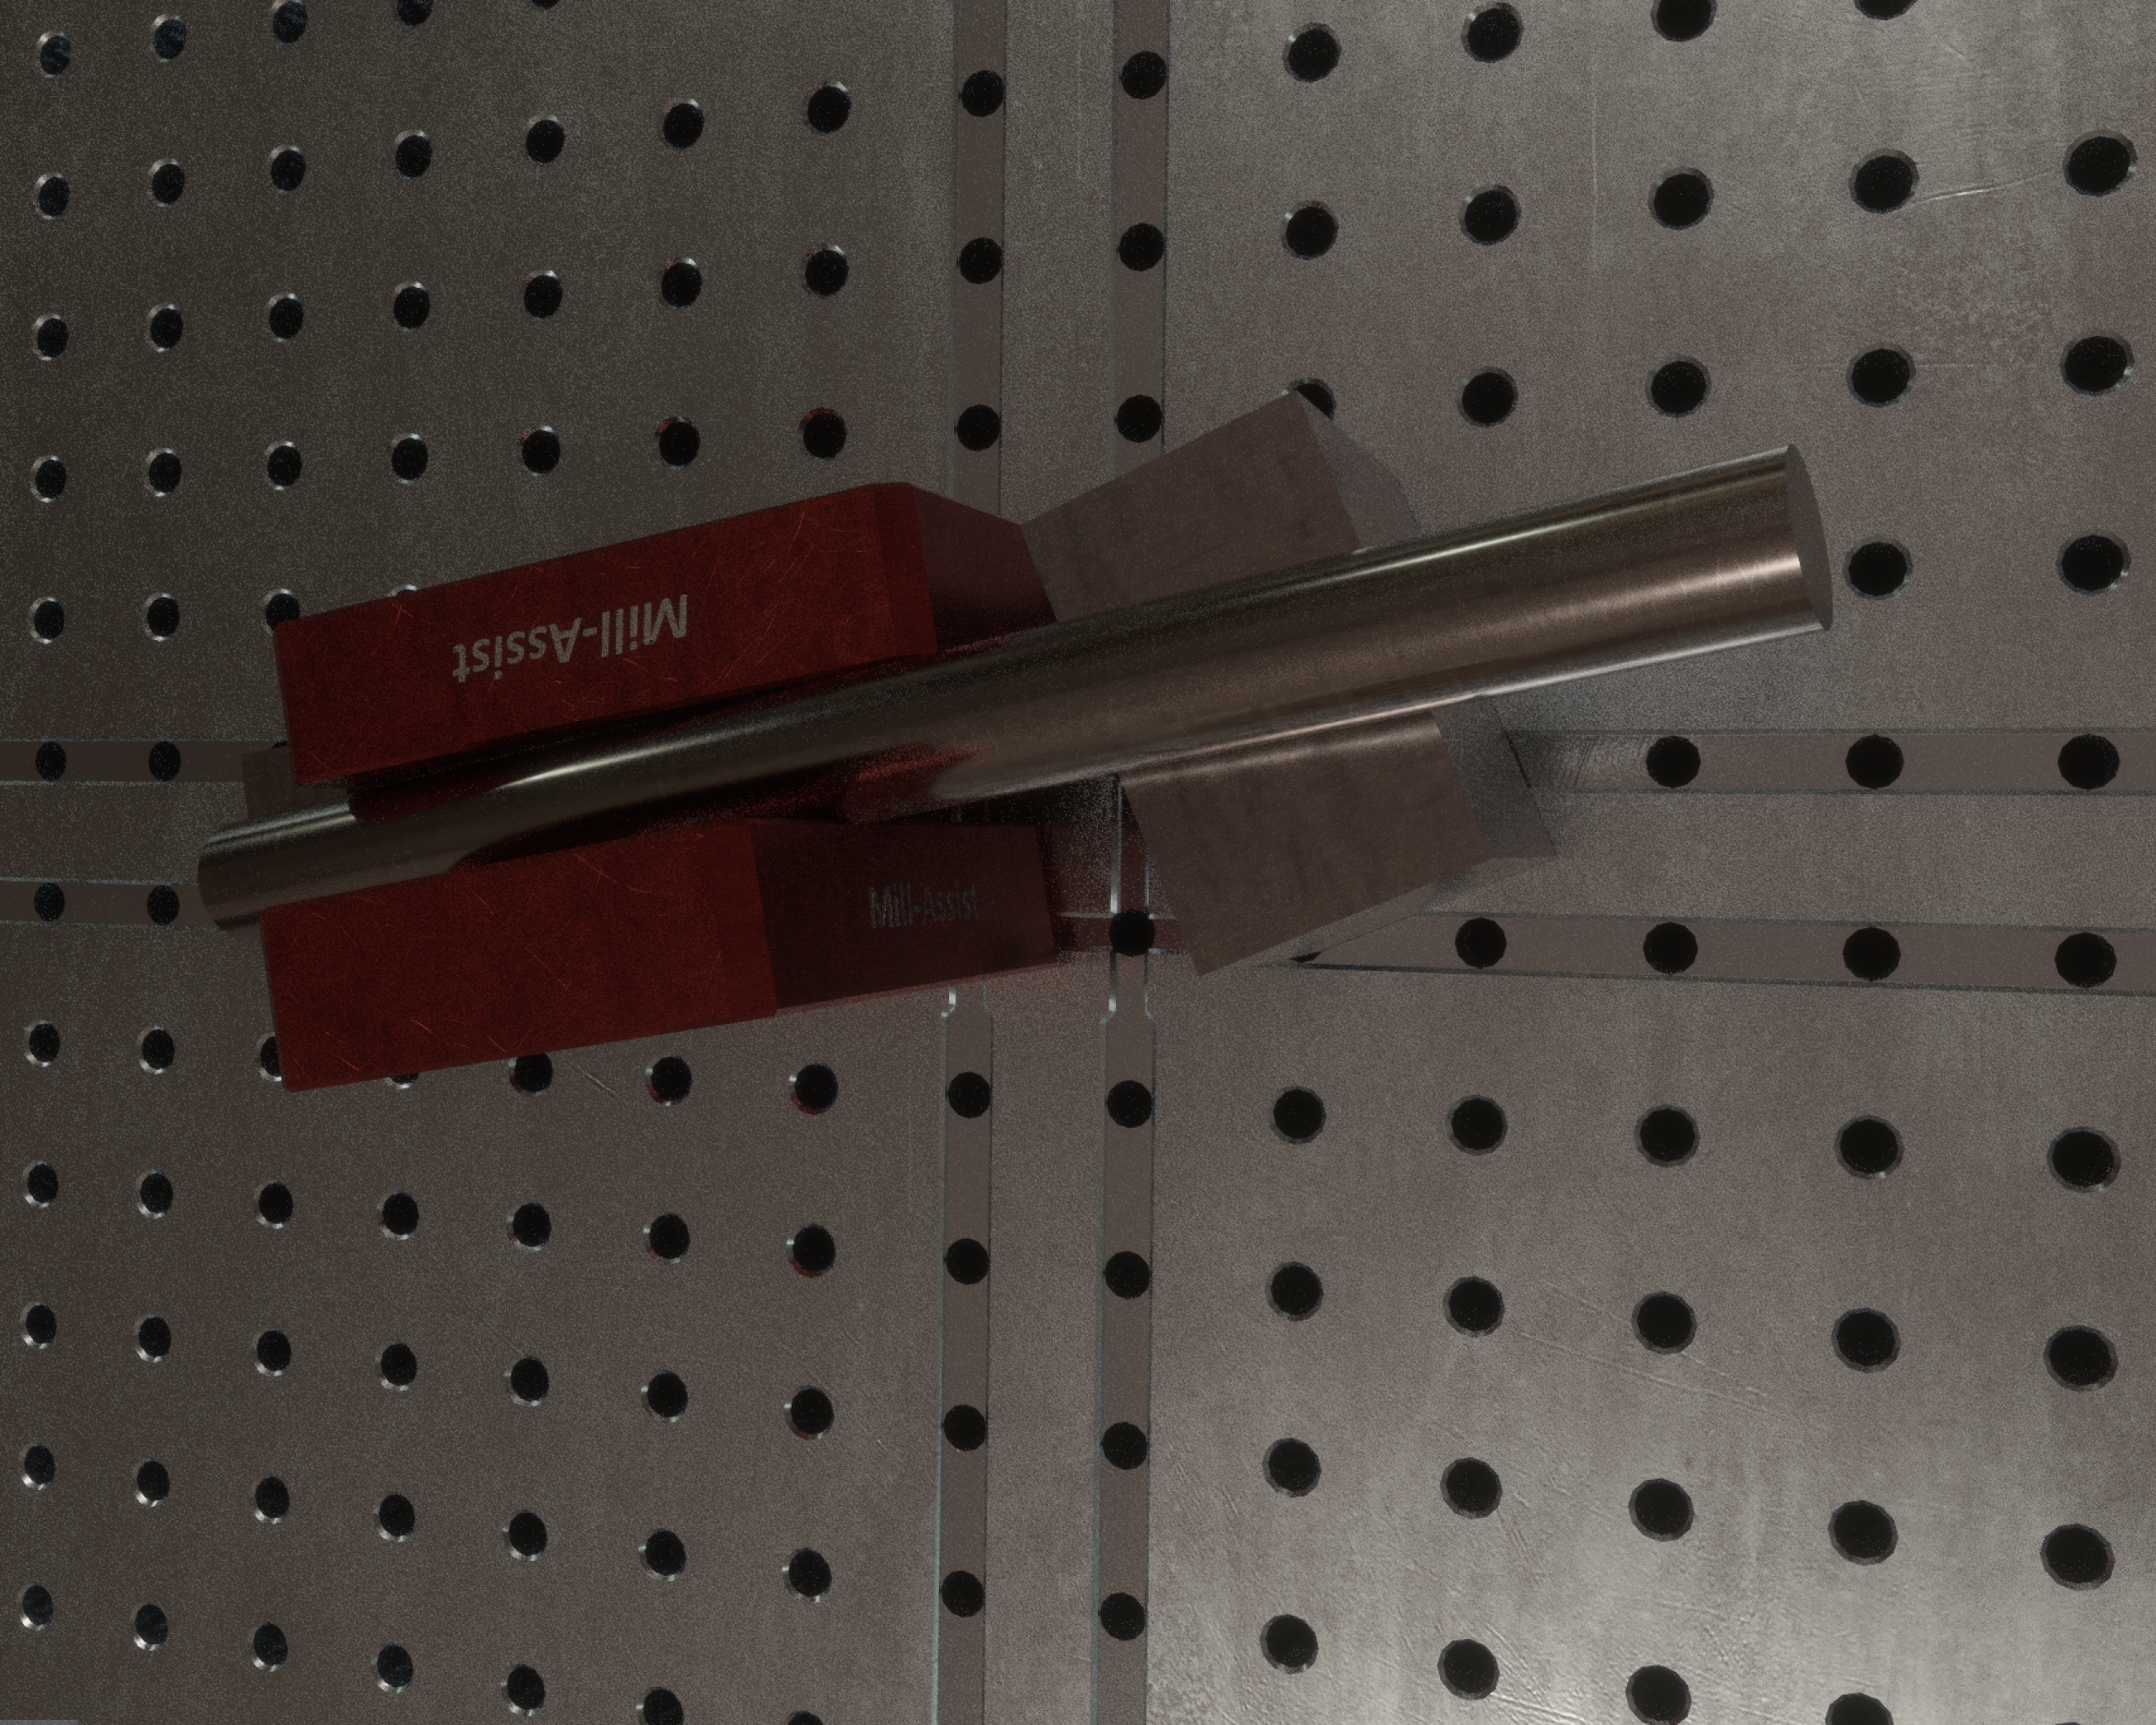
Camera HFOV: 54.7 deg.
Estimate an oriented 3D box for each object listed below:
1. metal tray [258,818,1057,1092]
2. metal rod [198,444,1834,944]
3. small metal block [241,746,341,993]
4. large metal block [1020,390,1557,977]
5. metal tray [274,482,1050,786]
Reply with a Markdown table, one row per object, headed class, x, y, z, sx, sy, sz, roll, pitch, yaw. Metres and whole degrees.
| class | x | y | z | sx | sy | sz | roll | pitch | yaw |
| --- | --- | --- | --- | --- | --- | --- | --- | --- | --- |
| metal tray | -0.069 | 0.015 | 0.380 | 0.090 | 0.130 | 0.030 | -10 | 87 | 19 |
| metal rod | -0.034 | -0.019 | 0.343 | 0.300 | 0.025 | 0.025 | -10 | 87 | 28 |
| small metal block | -0.150 | 0.000 | 0.450 | 0.025 | 0.050 | 0.050 | -9 | 87 | 19 |
| large metal block | 0.040 | -0.028 | 0.367 | 0.050 | 0.080 | 0.080 | -24 | 82 | 18 |
| metal tray | -0.072 | -0.039 | 0.401 | 0.130 | 0.090 | 0.030 | -9 | 88 | 19 |
